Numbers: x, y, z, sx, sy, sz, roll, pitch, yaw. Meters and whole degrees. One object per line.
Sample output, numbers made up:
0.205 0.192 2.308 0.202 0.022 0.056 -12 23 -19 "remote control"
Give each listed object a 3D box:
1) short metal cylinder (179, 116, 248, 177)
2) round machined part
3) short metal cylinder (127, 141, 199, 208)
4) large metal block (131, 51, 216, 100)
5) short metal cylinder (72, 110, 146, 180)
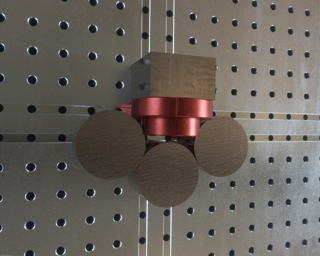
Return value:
0.072 0.024 0.426 0.081 0.050 0.079 0 90 -20 "short metal cylinder"
0.014 -0.011 0.377 0.099 0.098 0.042 2 89 -20 "round machined part"
0.003 0.057 0.401 0.081 0.050 0.079 0 90 -20 "short metal cylinder"
0.014 -0.058 0.388 0.081 0.080 0.050 1 90 -20 "large metal block"
-0.063 0.019 0.376 0.081 0.050 0.079 0 90 -20 "short metal cylinder"
